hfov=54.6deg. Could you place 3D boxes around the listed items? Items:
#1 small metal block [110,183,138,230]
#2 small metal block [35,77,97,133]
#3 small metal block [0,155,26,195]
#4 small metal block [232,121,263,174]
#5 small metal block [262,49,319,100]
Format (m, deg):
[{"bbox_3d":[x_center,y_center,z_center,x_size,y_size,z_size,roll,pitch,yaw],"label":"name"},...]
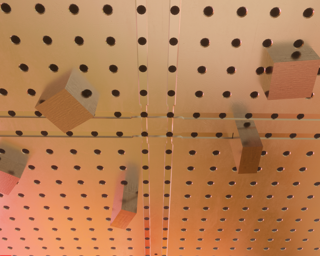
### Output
[{"bbox_3d":[-0.058,0.127,0.503,0.025,0.050,0.050,20,127,-16],"label":"small metal block"},{"bbox_3d":[-0.116,-0.027,0.387,0.050,0.025,0.050,-27,125,21],"label":"small metal block"},{"bbox_3d":[-0.241,0.070,0.469,0.050,0.025,0.050,30,124,-23],"label":"small metal block"},{"bbox_3d":[0.116,0.026,0.418,0.025,0.050,0.050,-2,130,2],"label":"small metal block"},{"bbox_3d":[0.151,-0.061,0.360,0.050,0.025,0.050,-4,130,3],"label":"small metal block"}]
